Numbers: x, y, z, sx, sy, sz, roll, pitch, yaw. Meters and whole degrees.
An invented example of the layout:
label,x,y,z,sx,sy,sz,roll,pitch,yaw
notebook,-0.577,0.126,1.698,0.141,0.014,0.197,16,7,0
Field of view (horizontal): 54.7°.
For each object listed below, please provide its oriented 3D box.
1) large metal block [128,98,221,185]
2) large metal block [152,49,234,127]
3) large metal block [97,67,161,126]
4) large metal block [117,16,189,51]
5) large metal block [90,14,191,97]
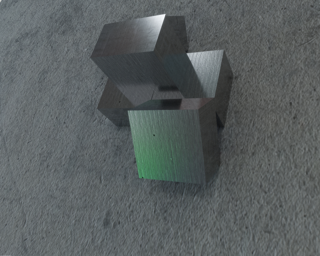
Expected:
label,x,y,z,sx,sy,sz,roll,pitch,yaw
large metal block,0.018,0.012,0.344,0.080,0.079,0.050,1,18,28
large metal block,0.042,-0.048,0.394,0.080,0.050,0.080,1,62,28
large metal block,-0.029,-0.049,0.431,0.080,0.050,0.080,1,62,28
large metal block,-0.014,-0.130,0.448,0.080,0.050,0.080,0,18,28
large metal block,-0.019,-0.080,0.364,0.080,0.080,0.050,1,63,28
